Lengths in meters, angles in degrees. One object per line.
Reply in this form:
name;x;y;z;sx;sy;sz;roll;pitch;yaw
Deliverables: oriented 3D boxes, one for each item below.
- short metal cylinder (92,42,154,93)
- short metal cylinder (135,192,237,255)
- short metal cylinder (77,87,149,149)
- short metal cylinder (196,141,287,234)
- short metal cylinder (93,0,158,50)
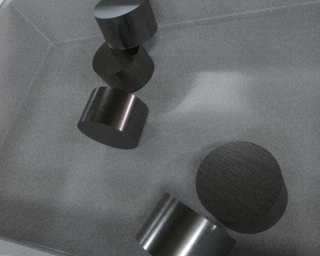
short metal cylinder;-0.056;-0.098;0.477;0.080;0.050;0.080;-13;57;21
short metal cylinder;0.024;0.105;0.293;0.080;0.080;0.050;27;77;37
short metal cylinder;-0.061;-0.011;0.408;0.080;0.080;0.050;4;64;29
short metal cylinder;0.082;0.060;0.309;0.080;0.050;0.080;-13;56;20
short metal cylinder;-0.049;-0.158;0.448;0.080;0.050;0.080;-11;46;12
